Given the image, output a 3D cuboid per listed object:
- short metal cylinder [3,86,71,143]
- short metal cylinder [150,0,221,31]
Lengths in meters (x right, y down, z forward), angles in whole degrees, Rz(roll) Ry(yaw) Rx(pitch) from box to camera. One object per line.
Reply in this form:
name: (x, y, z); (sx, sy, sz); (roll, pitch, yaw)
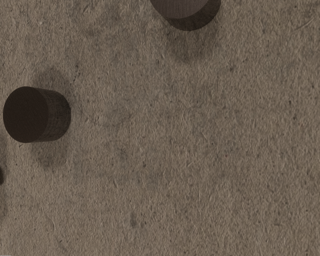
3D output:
short metal cylinder: (-0.181, -0.019, 0.458); (0.080, 0.050, 0.079); (0, 90, 19)
short metal cylinder: (0.032, -0.168, 0.384); (0.080, 0.050, 0.079); (0, 90, 19)
